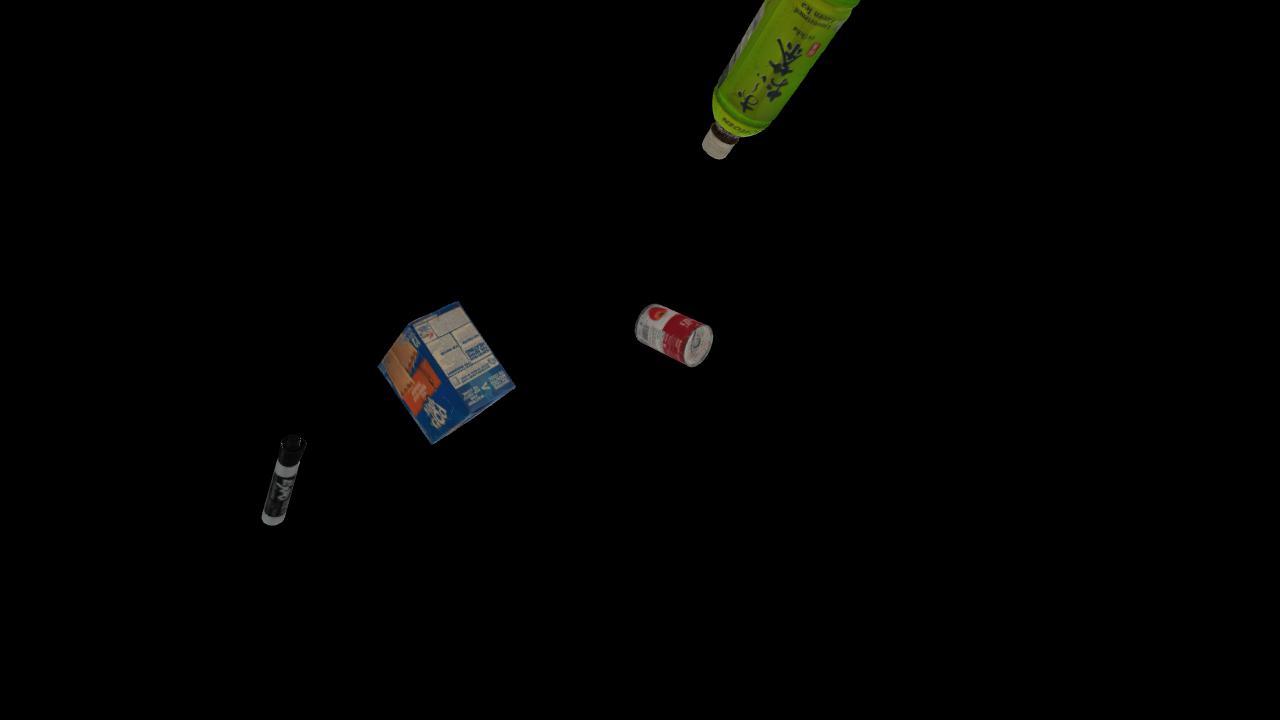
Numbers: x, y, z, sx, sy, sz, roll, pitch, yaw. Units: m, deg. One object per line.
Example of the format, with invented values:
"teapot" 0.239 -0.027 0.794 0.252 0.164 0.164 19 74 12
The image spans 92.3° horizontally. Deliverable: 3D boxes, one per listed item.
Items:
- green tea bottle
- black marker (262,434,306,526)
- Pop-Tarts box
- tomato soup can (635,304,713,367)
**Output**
"green tea bottle" 0.121 -0.279 0.583 0.073 0.073 0.212 0 -27 -26
"black marker" -0.305 0.103 0.526 0.020 0.020 0.121 0 -41 -40
"Pop-Tarts box" -0.272 0.023 0.852 0.083 0.141 0.167 -36 4 -40
"tomato soup can" 0.050 -0.038 0.926 0.101 0.068 0.068 27 17 36
